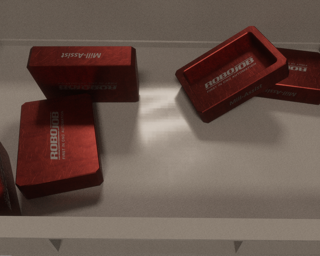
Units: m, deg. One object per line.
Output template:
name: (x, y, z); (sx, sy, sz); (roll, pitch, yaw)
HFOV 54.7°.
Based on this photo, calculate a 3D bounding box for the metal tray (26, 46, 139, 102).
metal tray: (-0.096, -0.069, 0.416); (0.131, 0.090, 0.030); (0, 65, -1)

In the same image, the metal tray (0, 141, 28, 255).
metal tray: (-0.176, 0.054, 0.314); (0.030, 0.089, 0.130); (-20, 53, -16)

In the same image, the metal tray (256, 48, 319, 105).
metal tray: (0.181, -0.085, 0.476); (0.131, 0.030, 0.090); (9, 50, 6)

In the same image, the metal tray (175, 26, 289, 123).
metal tray: (0.097, -0.076, 0.432); (0.130, 0.030, 0.090); (-31, 53, 7)

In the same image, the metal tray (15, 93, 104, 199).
metal tray: (-0.124, 0.017, 0.386); (0.091, 0.030, 0.130); (-10, 51, -9)
